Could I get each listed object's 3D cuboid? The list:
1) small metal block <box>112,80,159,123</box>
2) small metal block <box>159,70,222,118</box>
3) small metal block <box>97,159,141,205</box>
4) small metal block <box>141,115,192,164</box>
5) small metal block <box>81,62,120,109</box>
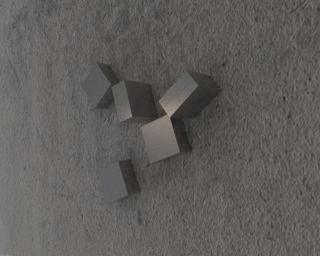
[{"bbox_3d":[-0.033,-0.034,0.416,0.025,0.050,0.050,-22,76,38],"label":"small metal block"},{"bbox_3d":[0.035,-0.037,0.359,0.050,0.050,0.025,-48,62,29],"label":"small metal block"},{"bbox_3d":[-0.061,0.079,0.455,0.050,0.025,0.050,-31,71,36],"label":"small metal block"},{"bbox_3d":[0.007,0.014,0.399,0.050,0.025,0.050,-25,74,37],"label":"small metal block"},{"bbox_3d":[-0.090,-0.065,0.480,0.050,0.025,0.050,-49,61,28],"label":"small metal block"}]
